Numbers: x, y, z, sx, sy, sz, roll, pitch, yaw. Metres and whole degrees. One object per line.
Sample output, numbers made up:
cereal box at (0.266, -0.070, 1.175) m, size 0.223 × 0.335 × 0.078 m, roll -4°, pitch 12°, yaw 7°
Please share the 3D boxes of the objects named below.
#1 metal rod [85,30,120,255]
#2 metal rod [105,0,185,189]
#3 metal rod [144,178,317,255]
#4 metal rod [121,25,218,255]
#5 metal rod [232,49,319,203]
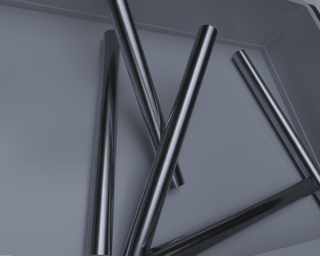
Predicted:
metal rod at (-0.064, -0.005, 0.374) m, size 0.025 × 0.025 × 0.299 m, roll 12°, pitch 57°, yaw -22°
metal rod at (-0.027, -0.072, 0.366) m, size 0.025 × 0.025 × 0.298 m, roll -21°, pitch 95°, yaw -36°
metal rod at (0.111, 0.109, 0.385) m, size 0.303 × 0.025 × 0.025 m, roll -9°, pitch 67°, yaw -38°
metal rod at (0.016, 0.009, 0.352) m, size 0.025 × 0.025 × 0.299 m, roll 24°, pitch 71°, yaw -14°
metal rod at (0.205, -0.008, 0.523) m, size 0.025 × 0.025 × 0.299 m, roll -13°, pitch 68°, yaw -34°
